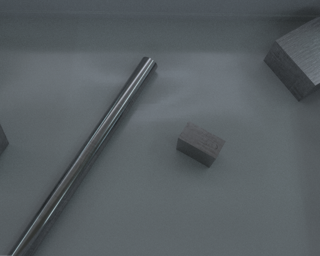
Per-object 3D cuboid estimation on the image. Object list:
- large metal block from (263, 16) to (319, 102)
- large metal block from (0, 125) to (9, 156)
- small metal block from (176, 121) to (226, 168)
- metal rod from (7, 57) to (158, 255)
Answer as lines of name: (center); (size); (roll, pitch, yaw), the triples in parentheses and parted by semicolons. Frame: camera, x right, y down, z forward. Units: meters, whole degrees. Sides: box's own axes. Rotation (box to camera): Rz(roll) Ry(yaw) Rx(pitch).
large metal block: (0.210, -0.097, 0.434); (0.080, 0.050, 0.080); (-30, 73, -11)
large metal block: (-0.242, 0.004, 0.369); (0.080, 0.079, 0.050); (14, 50, 4)
small metal block: (0.050, 0.022, 0.389); (0.050, 0.050, 0.025); (29, 73, 10)
metal rod: (-0.089, 0.029, 0.397); (0.025, 0.025, 0.300); (28, 72, 9)
